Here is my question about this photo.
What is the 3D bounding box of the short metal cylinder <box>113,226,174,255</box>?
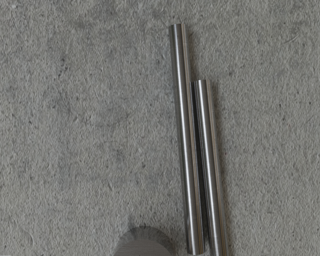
[{"bbox_3d":[-0.021,0.174,0.397,0.081,0.050,0.079,0,90,-1],"label":"short metal cylinder"}]

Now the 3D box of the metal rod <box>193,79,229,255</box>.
[{"bbox_3d":[0.071,0.086,0.410,0.025,0.025,0.298,-6,90,-1],"label":"metal rod"}]

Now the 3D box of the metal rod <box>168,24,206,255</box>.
[{"bbox_3d":[0.036,0.015,0.410,0.025,0.025,0.298,-5,90,-1],"label":"metal rod"}]
